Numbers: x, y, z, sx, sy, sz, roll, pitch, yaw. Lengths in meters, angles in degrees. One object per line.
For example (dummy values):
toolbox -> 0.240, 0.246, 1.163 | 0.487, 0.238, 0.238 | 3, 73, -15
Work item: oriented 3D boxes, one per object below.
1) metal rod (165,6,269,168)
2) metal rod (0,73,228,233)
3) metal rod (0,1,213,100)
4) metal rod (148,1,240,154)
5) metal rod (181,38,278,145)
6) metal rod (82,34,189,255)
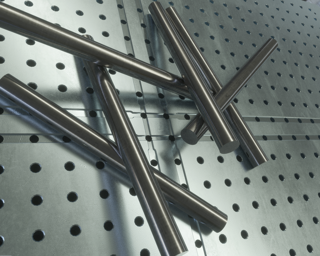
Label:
metal rod -> 0.082, -0.074, 0.496 | 0.025, 0.025, 0.299 | -16, 70, -34
metal rod -> -0.050, 0.033, 0.360 | 0.301, 0.025, 0.025 | 34, 51, -6
metal rod -> -0.049, -0.083, 0.395 | 0.302, 0.025, 0.025 | 16, 55, -33
metal rod -> 0.036, -0.091, 0.442 | 0.025, 0.025, 0.299 | 1, 49, -28
metal rod -> 0.121, -0.072, 0.482 | 0.025, 0.025, 0.301 | 44, 52, 2
metal rod -> -0.044, 0.000, 0.355 | 0.025, 0.025, 0.299 | -8, 57, -31
